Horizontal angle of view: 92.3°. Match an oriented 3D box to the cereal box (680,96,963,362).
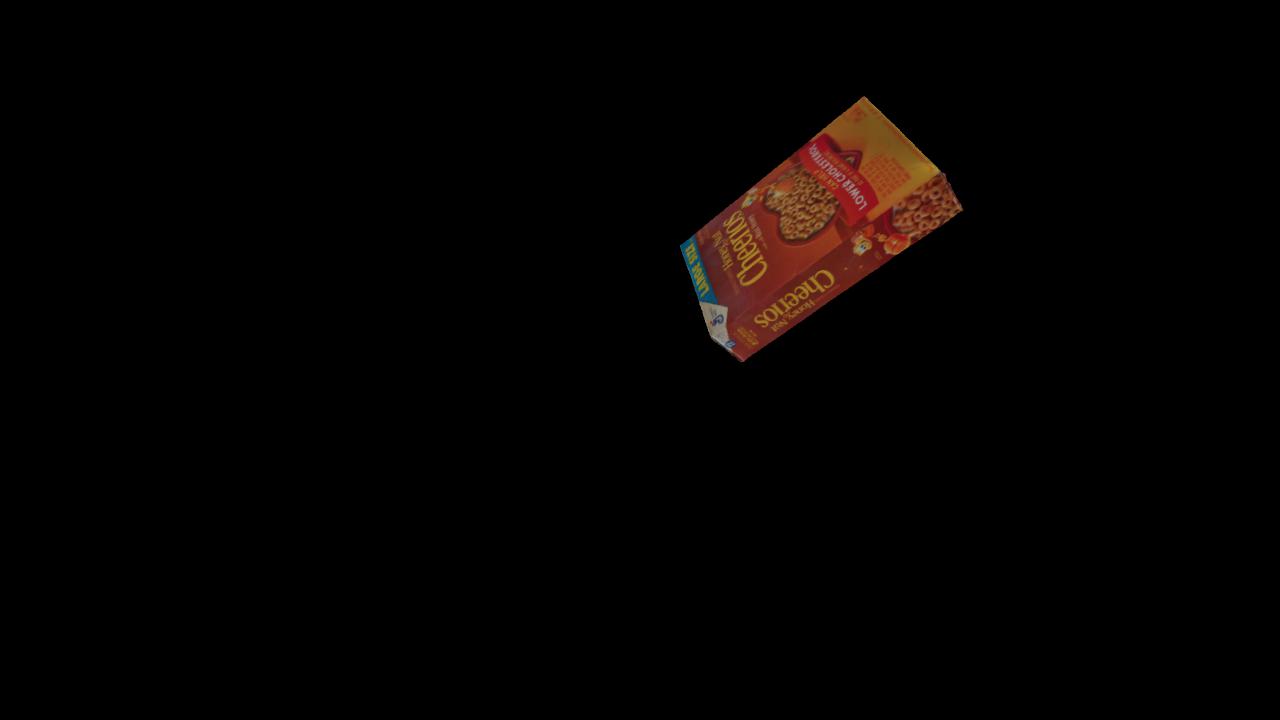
[{"bbox_3d":[0.201,-0.161,0.767,0.306,0.203,0.081,-36,-51,23],"label":"cereal box"}]
